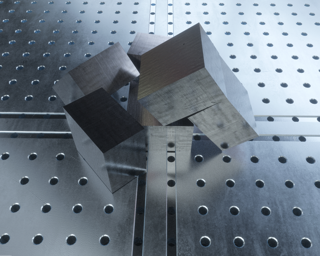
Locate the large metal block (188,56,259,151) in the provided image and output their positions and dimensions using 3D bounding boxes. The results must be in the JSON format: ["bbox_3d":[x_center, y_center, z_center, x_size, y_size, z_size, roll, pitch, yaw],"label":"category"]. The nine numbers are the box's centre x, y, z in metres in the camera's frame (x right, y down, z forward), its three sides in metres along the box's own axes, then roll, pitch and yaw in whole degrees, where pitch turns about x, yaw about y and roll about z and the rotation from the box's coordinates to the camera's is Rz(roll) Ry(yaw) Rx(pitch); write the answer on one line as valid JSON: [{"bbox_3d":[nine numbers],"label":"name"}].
[{"bbox_3d":[0.076,-0.031,0.388,0.050,0.080,0.080,-27,43,28],"label":"large metal block"}]

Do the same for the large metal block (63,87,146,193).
[{"bbox_3d":[-0.061,0.014,0.358,0.050,0.080,0.080,-32,58,-25],"label":"large metal block"}]

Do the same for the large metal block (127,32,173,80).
[{"bbox_3d":[0.002,-0.083,0.442,0.080,0.080,0.050,10,51,9],"label":"large metal block"}]

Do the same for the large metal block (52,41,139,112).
[{"bbox_3d":[-0.087,-0.063,0.417,0.080,0.080,0.050,-41,105,-29],"label":"large metal block"}]

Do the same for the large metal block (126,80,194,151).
[{"bbox_3d":[0.000,-0.017,0.406,0.080,0.050,0.080,1,50,0],"label":"large metal block"}]

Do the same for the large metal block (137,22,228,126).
[{"bbox_3d":[0.024,-0.060,0.352,0.080,0.050,0.080,-23,44,25],"label":"large metal block"}]
